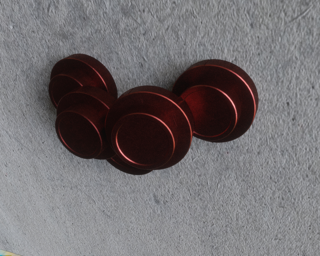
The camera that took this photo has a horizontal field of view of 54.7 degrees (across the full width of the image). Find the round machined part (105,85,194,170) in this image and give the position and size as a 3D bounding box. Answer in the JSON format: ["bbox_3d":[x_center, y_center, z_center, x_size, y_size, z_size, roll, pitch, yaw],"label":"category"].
[{"bbox_3d":[-0.014,0.006,0.340,0.098,0.042,0.097,5,117,10],"label":"round machined part"}]

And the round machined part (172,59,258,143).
[{"bbox_3d":[0.057,-0.024,0.350,0.098,0.042,0.097,13,124,20],"label":"round machined part"}]

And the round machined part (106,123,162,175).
[{"bbox_3d":[-0.036,0.013,0.423,0.098,0.042,0.097,13,124,20],"label":"round machined part"}]

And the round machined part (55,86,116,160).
[{"bbox_3d":[-0.090,0.000,0.388,0.098,0.042,0.097,13,124,20],"label":"round machined part"}]

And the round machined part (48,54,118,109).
[{"bbox_3d":[-0.111,-0.048,0.423,0.098,0.042,0.097,13,124,20],"label":"round machined part"}]
